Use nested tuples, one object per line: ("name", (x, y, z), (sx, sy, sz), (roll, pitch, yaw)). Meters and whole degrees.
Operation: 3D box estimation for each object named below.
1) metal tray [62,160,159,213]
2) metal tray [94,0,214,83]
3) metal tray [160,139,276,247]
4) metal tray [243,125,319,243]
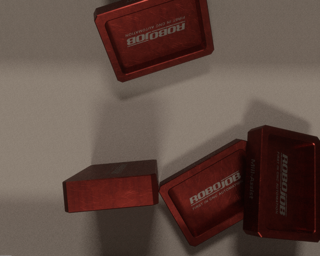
("metal tray", (-0.048, 0.062, 0.358), (0.091, 0.130, 0.030), (-5, 90, 0))
("metal tray", (-0.005, -0.119, 0.384), (0.131, 0.030, 0.090), (-18, 128, 0))
("metal tray", (0.075, 0.083, 0.409), (0.130, 0.030, 0.090), (-30, 90, -1))
("metal tray", (0.152, 0.068, 0.382), (0.091, 0.030, 0.129), (11, 75, -18))
